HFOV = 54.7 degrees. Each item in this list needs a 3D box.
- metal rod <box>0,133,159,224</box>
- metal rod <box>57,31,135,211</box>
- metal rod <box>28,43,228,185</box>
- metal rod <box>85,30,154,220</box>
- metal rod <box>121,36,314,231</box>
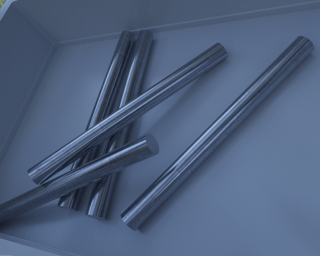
[{"bbox_3d":[-0.132,0.077,0.394,0.300,0.025,0.025,-26,52,24],"label":"metal rod"},{"bbox_3d":[-0.088,-0.027,0.468,0.025,0.025,0.300,0,62,28],"label":"metal rod"},{"bbox_3d":[-0.038,-0.022,0.412,0.301,0.025,0.025,-35,51,-6],"label":"metal rod"},{"bbox_3d":[-0.051,-0.022,0.446,0.025,0.025,0.300,-2,60,27],"label":"metal rod"},{"bbox_3d":[0.070,0.004,0.366,0.300,0.025,0.025,-45,51,-3],"label":"metal rod"}]
